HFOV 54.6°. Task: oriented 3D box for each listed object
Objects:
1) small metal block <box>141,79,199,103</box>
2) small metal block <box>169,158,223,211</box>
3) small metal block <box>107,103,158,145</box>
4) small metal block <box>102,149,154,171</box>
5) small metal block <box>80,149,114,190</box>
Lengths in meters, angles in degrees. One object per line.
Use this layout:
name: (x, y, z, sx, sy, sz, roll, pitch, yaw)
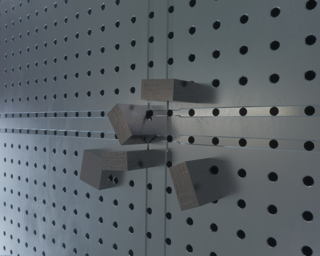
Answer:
small metal block: (0.012, -0.045, 0.384, 0.050, 0.050, 0.025, 6, 94, 40)
small metal block: (0.042, 0.064, 0.359, 0.025, 0.050, 0.050, -27, 73, 37)
small metal block: (-0.037, -0.005, 0.425, 0.025, 0.050, 0.050, -41, 65, 32)
small metal block: (-0.045, 0.044, 0.431, 0.050, 0.050, 0.025, -5, 87, 40)
small metal block: (-0.099, 0.065, 0.493, 0.050, 0.025, 0.050, 17, 101, 39)
